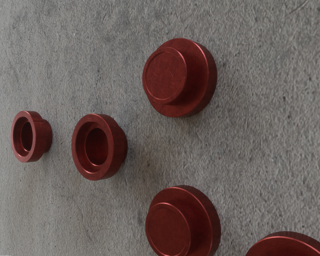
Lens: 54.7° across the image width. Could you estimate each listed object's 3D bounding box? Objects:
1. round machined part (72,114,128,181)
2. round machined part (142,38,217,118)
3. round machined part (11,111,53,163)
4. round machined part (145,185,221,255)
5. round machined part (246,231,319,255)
[{"bbox_3d":[-0.087,0.028,0.466,0.098,0.042,0.097,0,90,40],"label":"round machined part"},{"bbox_3d":[0.017,-0.062,0.380,0.098,0.042,0.097,0,90,40],"label":"round machined part"},{"bbox_3d":[-0.243,0.016,0.595,0.098,0.042,0.097,0,90,40],"label":"round machined part"},{"bbox_3d":[0.021,0.121,0.377,0.098,0.042,0.097,0,90,40],"label":"round machined part"},{"bbox_3d":[0.123,0.153,0.293,0.098,0.042,0.097,0,90,40],"label":"round machined part"}]
